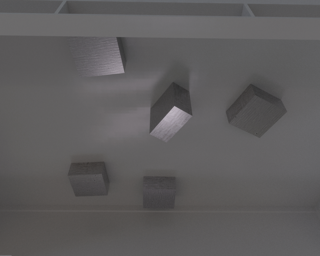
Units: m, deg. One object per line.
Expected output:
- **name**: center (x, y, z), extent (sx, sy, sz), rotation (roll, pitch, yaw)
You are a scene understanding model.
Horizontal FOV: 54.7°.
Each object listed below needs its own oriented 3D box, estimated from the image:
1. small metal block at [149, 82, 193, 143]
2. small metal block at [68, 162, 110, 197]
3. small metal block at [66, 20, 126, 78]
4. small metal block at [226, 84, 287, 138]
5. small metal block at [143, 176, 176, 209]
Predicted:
- **small metal block**: center (0.012, -0.019, 0.376), extent (0.025, 0.050, 0.050), rotation (28, 125, -22)
- **small metal block**: center (-0.108, 0.079, 0.475), extent (0.050, 0.025, 0.050), rotation (-3, 130, 2)
- **small metal block**: center (-0.067, -0.085, 0.336), extent (0.050, 0.025, 0.050), rotation (-6, 130, 4)
- **small metal block**: center (0.121, -0.021, 0.392), extent (0.050, 0.025, 0.050), rotation (23, 126, -19)
- **small metal block**: center (-0.001, 0.104, 0.497), extent (0.050, 0.025, 0.050), rotation (1, 130, -1)
